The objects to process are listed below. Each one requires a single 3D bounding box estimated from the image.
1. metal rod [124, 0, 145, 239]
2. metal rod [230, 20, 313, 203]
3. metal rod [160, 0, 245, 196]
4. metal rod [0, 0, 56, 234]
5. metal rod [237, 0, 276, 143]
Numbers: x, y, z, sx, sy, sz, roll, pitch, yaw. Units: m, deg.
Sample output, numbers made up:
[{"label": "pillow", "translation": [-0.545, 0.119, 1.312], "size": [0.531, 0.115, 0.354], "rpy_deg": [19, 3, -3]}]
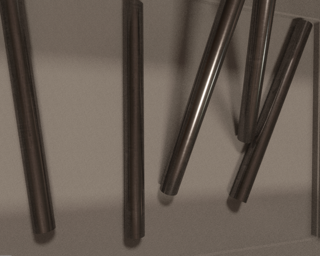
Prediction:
[{"label": "metal rod", "translation": [-0.033, -0.010, 0.399], "size": [0.025, 0.025, 0.298], "rpy_deg": [0, 90, -20]}, {"label": "metal rod", "translation": [0.173, -0.030, 0.476], "size": [0.025, 0.025, 0.299], "rpy_deg": [26, 81, -19]}, {"label": "metal rod", "translation": [0.052, -0.050, 0.368], "size": [0.025, 0.025, 0.298], "rpy_deg": [9, 111, -20]}, {"label": "metal rod", "translation": [-0.153, -0.029, 0.354], "size": [0.025, 0.025, 0.298], "rpy_deg": [-8, 93, -20]}, {"label": "metal rod", "translation": [0.121, -0.107, 0.377], "size": [0.025, 0.025, 0.298], "rpy_deg": [-18, 127, -19]}]
